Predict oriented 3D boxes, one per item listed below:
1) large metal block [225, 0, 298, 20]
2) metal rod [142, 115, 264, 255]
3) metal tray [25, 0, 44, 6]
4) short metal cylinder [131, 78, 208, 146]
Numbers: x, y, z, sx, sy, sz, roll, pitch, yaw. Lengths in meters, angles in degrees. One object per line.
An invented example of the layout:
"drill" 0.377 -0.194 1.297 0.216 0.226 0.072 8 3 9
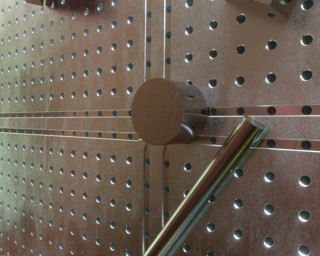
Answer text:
"large metal block" 0.102 -0.164 0.308 0.080 0.050 0.079 35 111 34
"metal rod" 0.028 0.111 0.384 0.025 0.025 0.298 45 117 30
"metal tray" -0.219 -0.272 0.539 0.130 0.030 0.089 -145 64 -70
"short metal cylinder" 0.011 -0.019 0.382 0.080 0.050 0.079 0 90 39
